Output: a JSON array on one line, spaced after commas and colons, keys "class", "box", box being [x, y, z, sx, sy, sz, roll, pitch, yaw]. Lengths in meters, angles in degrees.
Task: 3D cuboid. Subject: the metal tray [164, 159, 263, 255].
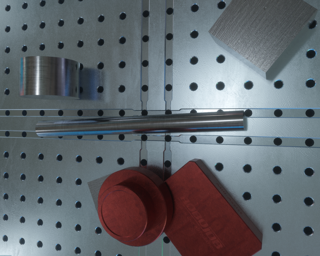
[{"class": "metal tray", "box": [0.052, 0.115, 0.391, 0.090, 0.030, 0.130, -42, 77, 14]}]

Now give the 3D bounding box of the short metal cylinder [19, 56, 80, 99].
[{"class": "short metal cylinder", "box": [-0.155, -0.068, 0.436, 0.080, 0.080, 0.050, 1, 91, 19]}]

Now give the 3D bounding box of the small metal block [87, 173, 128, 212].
[{"class": "small metal block", "box": [-0.067, 0.091, 0.435, 0.050, 0.025, 0.050, -22, 83, 18]}]

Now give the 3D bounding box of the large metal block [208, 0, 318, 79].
[{"class": "large metal block", "box": [0.117, -0.115, 0.358, 0.080, 0.050, 0.080, 41, 103, 15]}]

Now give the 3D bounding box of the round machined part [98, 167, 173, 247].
[{"class": "round machined part", "box": [-0.037, 0.100, 0.384, 0.098, 0.042, 0.097, 2, 95, 24]}]

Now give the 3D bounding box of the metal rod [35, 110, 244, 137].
[{"class": "metal rod", "box": [-0.040, -0.004, 0.425, 0.301, 0.025, 0.025, -2, 89, 19]}]
